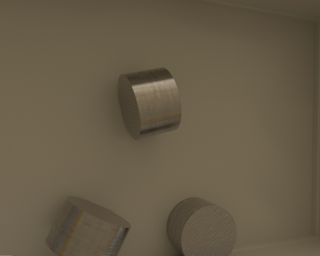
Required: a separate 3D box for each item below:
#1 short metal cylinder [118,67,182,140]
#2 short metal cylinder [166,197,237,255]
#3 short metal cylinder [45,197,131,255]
[{"bbox_3d":[-0.015,-0.030,0.377,0.050,0.080,0.080,-14,95,-20],"label":"short metal cylinder"},{"bbox_3d":[0.055,0.139,0.419,0.081,0.050,0.079,0,90,-21],"label":"short metal cylinder"},{"bbox_3d":[-0.080,0.118,0.353,0.080,0.080,0.050,29,81,-18],"label":"short metal cylinder"}]
